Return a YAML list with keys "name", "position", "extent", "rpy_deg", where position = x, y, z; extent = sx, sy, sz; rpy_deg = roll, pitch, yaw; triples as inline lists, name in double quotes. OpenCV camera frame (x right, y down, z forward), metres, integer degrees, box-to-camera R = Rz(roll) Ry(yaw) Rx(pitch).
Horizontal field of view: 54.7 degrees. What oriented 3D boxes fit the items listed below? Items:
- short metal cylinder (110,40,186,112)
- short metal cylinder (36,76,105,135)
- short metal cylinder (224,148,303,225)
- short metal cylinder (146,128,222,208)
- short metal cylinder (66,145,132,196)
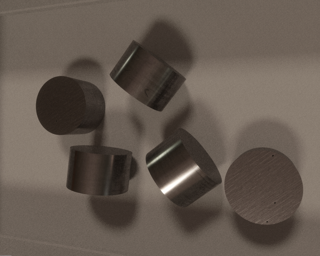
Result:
- name: "short metal cylinder"
  position: [-0.015, -0.065, 0.386]
  extent: [0.080, 0.080, 0.050]
  rpy_deg: [40, 103, 15]
- name: "short metal cylinder"
  position: [-0.126, -0.030, 0.440]
  extent: [0.080, 0.050, 0.079]
  rpy_deg: [0, 90, 19]
- name: "short metal cylinder"
  position: [0.118, 0.064, 0.355]
  extent: [0.080, 0.050, 0.079]
  rpy_deg: [0, 90, 19]
- name: "short metal cylinder"
  position: [0.029, 0.047, 0.371]
  extent: [0.050, 0.080, 0.080]
  rpy_deg: [-39, 78, 16]
- name: "short metal cylinder"
  position: [-0.079, 0.053, 0.408]
  extent: [0.080, 0.080, 0.050]
  rpy_deg: [7, 93, 19]
